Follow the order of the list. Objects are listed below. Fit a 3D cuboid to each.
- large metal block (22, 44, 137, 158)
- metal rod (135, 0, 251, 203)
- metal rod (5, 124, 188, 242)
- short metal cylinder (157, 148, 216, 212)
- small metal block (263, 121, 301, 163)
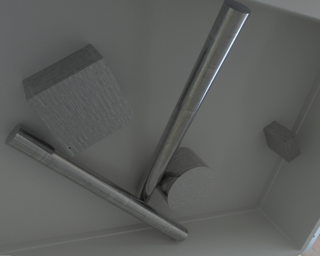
[{"bbox_3d":[-0.084,-0.029,0.330,0.080,0.050,0.080,-32,129,-8],"label":"large metal block"},{"bbox_3d":[0.021,-0.002,0.364,0.025,0.025,0.298,-3,137,-28],"label":"metal rod"},{"bbox_3d":[-0.061,0.088,0.411,0.025,0.025,0.301,-47,124,4],"label":"metal rod"},{"bbox_3d":[0.035,0.076,0.459,0.081,0.050,0.079,-15,125,-23],"label":"short metal cylinder"},{"bbox_3d":[0.206,0.023,0.522,0.025,0.050,0.050,-35,129,-5],"label":"small metal block"}]
